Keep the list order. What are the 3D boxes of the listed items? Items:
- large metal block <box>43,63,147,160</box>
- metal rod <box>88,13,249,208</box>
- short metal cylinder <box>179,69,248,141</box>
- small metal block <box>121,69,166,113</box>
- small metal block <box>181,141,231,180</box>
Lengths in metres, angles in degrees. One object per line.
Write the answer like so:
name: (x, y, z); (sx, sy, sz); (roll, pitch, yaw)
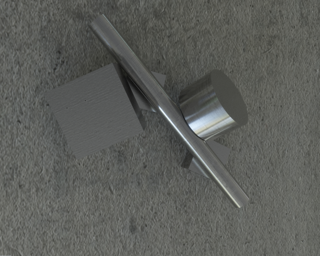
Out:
large metal block: (-0.070, -0.021, 0.354); (0.080, 0.050, 0.080); (-23, 100, 5)
metal rod: (0.020, -0.012, 0.392); (0.025, 0.025, 0.300); (-43, 104, -15)
short metal cylinder: (0.070, -0.029, 0.403); (0.080, 0.050, 0.080); (33, 42, -35)
small metal block: (-0.025, -0.049, 0.402); (0.050, 0.025, 0.050); (13, 86, -20)
small metal block: (0.065, 0.042, 0.436); (0.050, 0.025, 0.050); (26, 81, -19)
